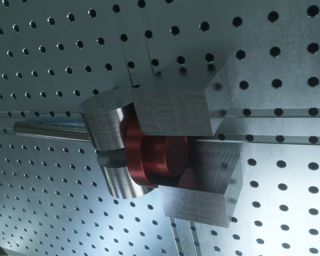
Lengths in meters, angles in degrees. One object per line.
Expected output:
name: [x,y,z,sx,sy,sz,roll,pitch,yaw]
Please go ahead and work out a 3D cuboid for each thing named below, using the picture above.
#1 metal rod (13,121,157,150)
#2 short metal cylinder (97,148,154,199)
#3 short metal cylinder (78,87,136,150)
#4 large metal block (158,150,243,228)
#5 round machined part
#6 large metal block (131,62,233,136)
metal rod: [-0.115,0.010,0.463,0.300,0.025,0.025,4,121,30]
short metal cylinder: [-0.041,0.052,0.429,0.080,0.080,0.050,2,120,27]
short metal cylinder: [-0.057,-0.014,0.397,0.080,0.080,0.050,1,119,28]
large metal block: [0.055,0.072,0.392,0.080,0.080,0.050,3,120,27]
round machined part: [0.002,0.024,0.377,0.042,0.098,0.097,1,119,28]
large metal block: [0.028,-0.033,0.342,0.080,0.080,0.050,0,118,28]
